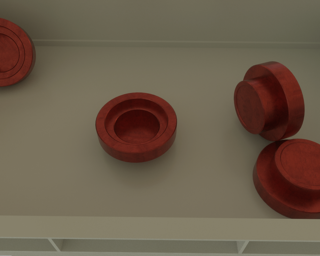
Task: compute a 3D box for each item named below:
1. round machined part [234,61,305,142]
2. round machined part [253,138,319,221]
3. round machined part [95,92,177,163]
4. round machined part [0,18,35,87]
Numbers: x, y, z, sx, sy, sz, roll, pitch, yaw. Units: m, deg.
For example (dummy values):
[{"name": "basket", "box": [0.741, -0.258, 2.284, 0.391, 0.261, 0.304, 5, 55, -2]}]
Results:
[{"name": "round machined part", "box": [0.127, -0.030, 0.383, 0.042, 0.097, 0.098, -16, 52, -13]}, {"name": "round machined part", "box": [0.160, 0.051, 0.352, 0.099, 0.042, 0.098, 0, 50, 0]}, {"name": "round machined part", "box": [-0.028, 0.003, 0.391, 0.099, 0.042, 0.098, 0, 50, 0]}, {"name": "round machined part", "box": [-0.237, -0.112, 0.463, 0.099, 0.097, 0.042, -9, 12, -8]}]
